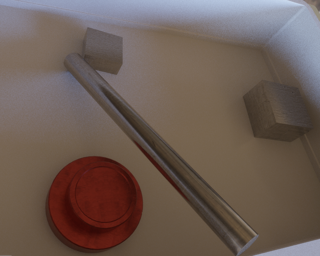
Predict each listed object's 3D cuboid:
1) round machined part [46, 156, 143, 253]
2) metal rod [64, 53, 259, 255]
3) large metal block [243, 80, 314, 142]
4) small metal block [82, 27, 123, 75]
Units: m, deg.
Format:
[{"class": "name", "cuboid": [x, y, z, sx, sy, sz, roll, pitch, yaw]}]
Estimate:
[{"class": "round machined part", "cuboid": [-0.062, 0.073, 0.317, 0.099, 0.042, 0.098, 14, 56, -21]}, {"class": "metal rod", "cuboid": [-0.022, 0.003, 0.321, 0.025, 0.025, 0.300, -19, 49, -36]}, {"class": "large metal block", "cuboid": [0.194, -0.027, 0.513, 0.081, 0.050, 0.080, 7, 59, -25]}, {"class": "small metal block", "cuboid": [-0.080, -0.106, 0.429, 0.050, 0.025, 0.050, 10, 57, -23]}]
